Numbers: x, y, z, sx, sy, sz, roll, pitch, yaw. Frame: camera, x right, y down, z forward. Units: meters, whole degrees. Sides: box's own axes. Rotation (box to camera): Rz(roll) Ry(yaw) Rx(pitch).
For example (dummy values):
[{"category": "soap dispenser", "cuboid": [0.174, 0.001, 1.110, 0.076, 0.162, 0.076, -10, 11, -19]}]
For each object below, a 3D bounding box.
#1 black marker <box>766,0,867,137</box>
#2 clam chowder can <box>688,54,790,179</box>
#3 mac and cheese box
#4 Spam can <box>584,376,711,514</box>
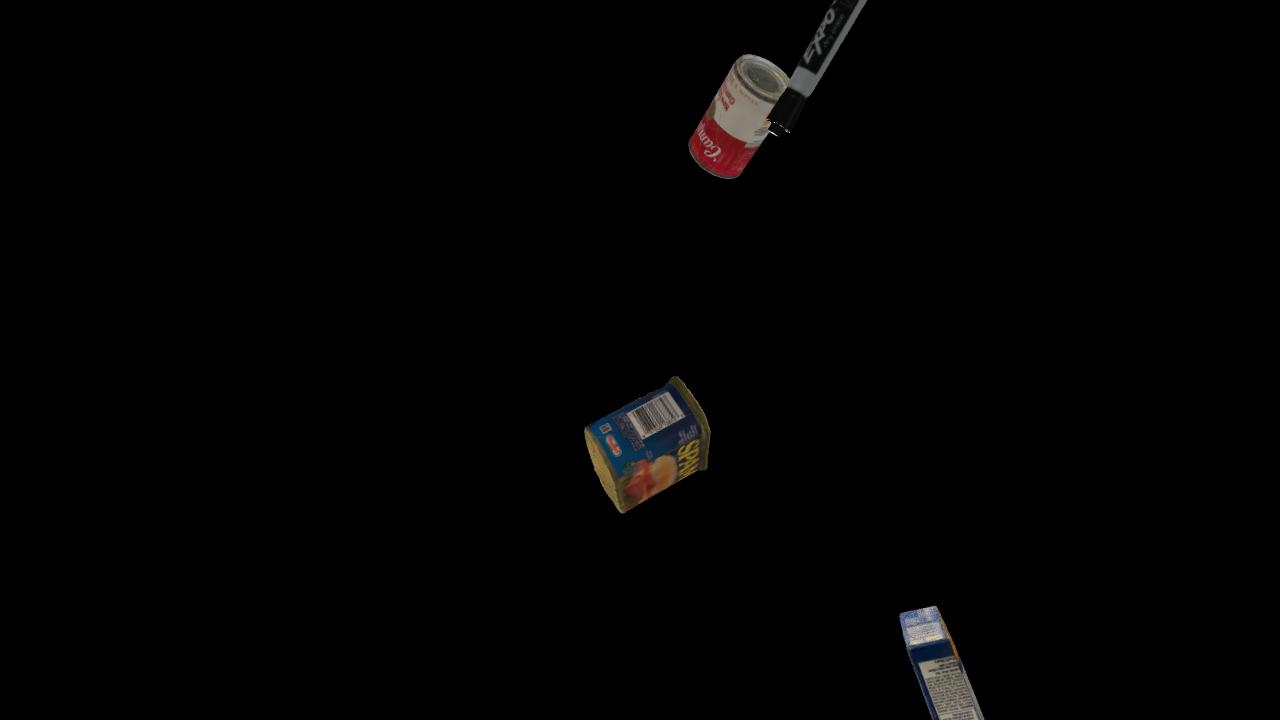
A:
[{"category": "black marker", "cuboid": [0.117, -0.200, 0.390, 0.020, 0.121, 0.020, 27, 19, -10]}, {"category": "clam chowder can", "cuboid": [0.102, -0.246, 0.627, 0.068, 0.068, 0.102, 0, -29, -26]}, {"category": "mac and cheese box", "cuboid": [0.278, 0.320, 0.529, 0.041, 0.184, 0.093, -21, -11, 15]}, {"category": "Spam can", "cuboid": [0.006, 0.072, 0.501, 0.085, 0.058, 0.101, -26, -31, -14]}]
